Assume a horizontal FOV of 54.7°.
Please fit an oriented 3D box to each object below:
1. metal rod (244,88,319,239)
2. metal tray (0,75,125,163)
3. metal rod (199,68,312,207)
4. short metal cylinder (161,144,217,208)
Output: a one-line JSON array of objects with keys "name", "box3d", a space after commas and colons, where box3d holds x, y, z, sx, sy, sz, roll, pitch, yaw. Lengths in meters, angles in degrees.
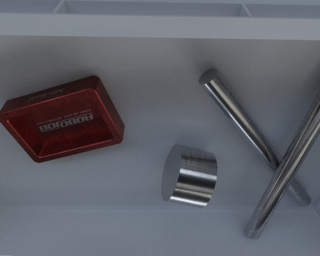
[{"name": "metal rod", "box3d": [0.180, 0.044, 0.421, 0.025, 0.025, 0.298, 10, 121, -9]}, {"name": "metal tray", "box3d": [-0.122, -0.007, 0.397, 0.130, 0.030, 0.090, -14, 129, 11]}, {"name": "metal rod", "box3d": [0.147, 0.030, 0.436, 0.025, 0.025, 0.300, -31, 124, 23]}, {"name": "short metal cylinder", "box3d": [0.039, 0.067, 0.430, 0.050, 0.080, 0.079, 14, 129, -12]}]
